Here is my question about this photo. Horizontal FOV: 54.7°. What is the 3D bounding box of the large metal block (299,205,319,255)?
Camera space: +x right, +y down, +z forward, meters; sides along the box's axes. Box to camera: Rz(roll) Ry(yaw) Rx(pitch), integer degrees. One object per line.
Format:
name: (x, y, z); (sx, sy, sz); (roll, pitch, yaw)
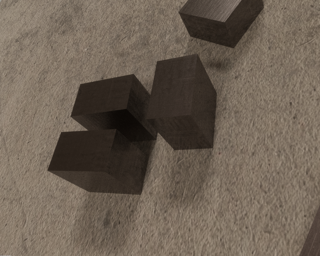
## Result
large metal block: (0.160, 0.103, 0.241); (0.080, 0.050, 0.080); (20, 72, 35)

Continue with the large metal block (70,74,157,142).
large metal block: (-0.054, -0.021, 0.408); (0.080, 0.080, 0.050); (-6, 59, 25)

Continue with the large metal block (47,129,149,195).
large metal block: (-0.072, 0.044, 0.378); (0.080, 0.080, 0.050); (-3, 61, 26)

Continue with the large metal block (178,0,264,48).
large metal block: (0.088, -0.170, 0.445); (0.080, 0.050, 0.080); (29, 77, 37)

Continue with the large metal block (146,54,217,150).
large metal block: (0.030, -0.027, 0.369); (0.050, 0.080, 0.080); (-5, 60, 25)
